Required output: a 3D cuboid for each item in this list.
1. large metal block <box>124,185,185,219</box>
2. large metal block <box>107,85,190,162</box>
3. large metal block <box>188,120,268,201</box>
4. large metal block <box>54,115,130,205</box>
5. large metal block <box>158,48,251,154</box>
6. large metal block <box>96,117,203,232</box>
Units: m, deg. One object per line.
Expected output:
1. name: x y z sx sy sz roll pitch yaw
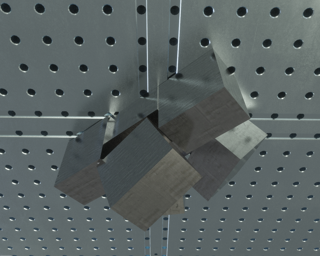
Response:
1. large metal block: -0.007 0.087 0.440 0.080 0.080 0.050 -7 93 6
2. large metal block: -0.009 0.006 0.401 0.080 0.050 0.080 -32 123 24
3. large metal block: 0.080 0.034 0.396 0.050 0.081 0.080 42 130 19
4. large metal block: -0.084 0.042 0.409 0.080 0.080 0.050 -31 124 23
5. large metal block: 0.045 -0.031 0.349 0.080 0.080 0.050 -32 124 24
6. large metal block: -0.015 0.046 0.332 0.080 0.080 0.050 -44 121 1
